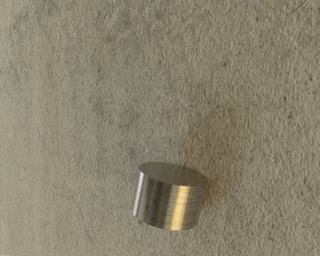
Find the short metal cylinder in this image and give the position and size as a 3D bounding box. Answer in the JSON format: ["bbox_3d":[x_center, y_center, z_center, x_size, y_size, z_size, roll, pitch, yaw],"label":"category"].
[{"bbox_3d":[0.011,0.076,0.361,0.080,0.081,0.050,18,102,38],"label":"short metal cylinder"}]
